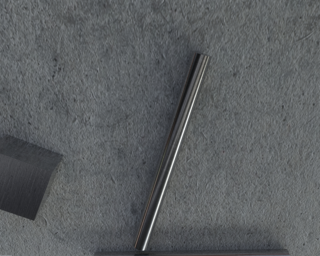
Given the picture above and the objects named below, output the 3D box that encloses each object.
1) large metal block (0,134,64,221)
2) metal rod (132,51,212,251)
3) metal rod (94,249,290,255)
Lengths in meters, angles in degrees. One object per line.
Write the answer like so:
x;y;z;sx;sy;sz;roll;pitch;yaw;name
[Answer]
-0.189;0.066;0.418;0.080;0.050;0.079;23;108;-9;large metal block
0.011;0.044;0.426;0.025;0.025;0.298;15;109;-6;metal rod
0.049;0.205;0.486;0.302;0.025;0.025;-1;110;-1;metal rod
